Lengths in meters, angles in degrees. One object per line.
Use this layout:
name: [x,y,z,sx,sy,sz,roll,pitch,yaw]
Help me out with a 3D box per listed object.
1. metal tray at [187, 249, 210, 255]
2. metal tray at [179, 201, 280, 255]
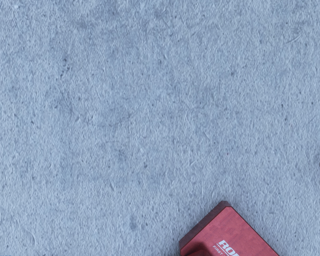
metal tray: [0.055,0.225,0.387,0.090,0.030,0.130,-35,94,25]
metal tray: [0.100,0.173,0.408,0.090,0.030,0.130,-44,90,0]
